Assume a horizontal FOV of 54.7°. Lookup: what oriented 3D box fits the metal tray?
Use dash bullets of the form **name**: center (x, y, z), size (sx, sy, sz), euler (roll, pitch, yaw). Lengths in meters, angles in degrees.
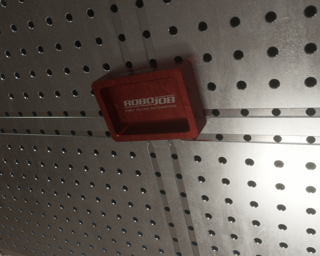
- **metal tray**: center (-0.015, -0.030, 0.396), size (0.130, 0.030, 0.089), euler (-4, 117, 29)
